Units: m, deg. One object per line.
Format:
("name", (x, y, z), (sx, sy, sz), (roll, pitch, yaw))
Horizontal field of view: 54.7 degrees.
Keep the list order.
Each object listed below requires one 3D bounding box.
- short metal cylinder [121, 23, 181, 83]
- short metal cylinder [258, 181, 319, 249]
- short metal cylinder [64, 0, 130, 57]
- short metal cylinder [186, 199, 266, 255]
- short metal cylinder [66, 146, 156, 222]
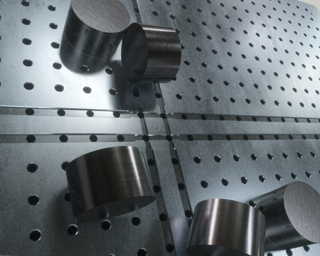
("short metal cylinder", (-0.014, -0.102, 0.429), (0.050, 0.080, 0.080), (-6, 65, -31))
("short metal cylinder", (0.182, 0.118, 0.420), (0.081, 0.050, 0.080), (14, 56, -21))
("short metal cylinder", (-0.089, -0.147, 0.435), (0.081, 0.050, 0.080), (14, 56, -21))
("short metal cylinder", (0.073, 0.120, 0.341), (0.080, 0.080, 0.050), (27, 52, -12))
("short metal cylinder", (-0.050, 0.058, 0.312), (0.081, 0.080, 0.050), (-3, 64, -30))
